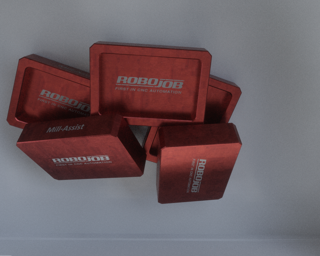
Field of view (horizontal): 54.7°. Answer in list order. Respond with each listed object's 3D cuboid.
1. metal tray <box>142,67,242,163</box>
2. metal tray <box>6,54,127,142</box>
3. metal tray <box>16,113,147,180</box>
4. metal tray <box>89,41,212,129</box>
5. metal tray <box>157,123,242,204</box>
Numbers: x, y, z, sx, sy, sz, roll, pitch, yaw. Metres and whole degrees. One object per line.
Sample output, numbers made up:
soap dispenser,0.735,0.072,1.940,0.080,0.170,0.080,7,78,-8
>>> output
metal tray,0.037,-0.009,0.404,0.091,0.030,0.129,18,109,-7
metal tray,-0.116,-0.029,0.393,0.131,0.030,0.089,18,109,-7
metal tray,-0.093,0.028,0.379,0.130,0.030,0.090,-5,141,18
metal tray,-0.012,-0.049,0.356,0.131,0.030,0.089,3,110,-2
metal tray,0.043,0.049,0.391,0.091,0.030,0.129,-3,139,-5
